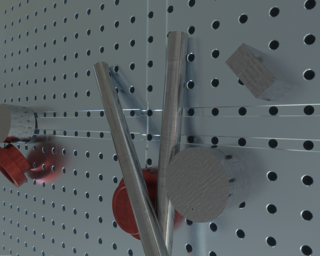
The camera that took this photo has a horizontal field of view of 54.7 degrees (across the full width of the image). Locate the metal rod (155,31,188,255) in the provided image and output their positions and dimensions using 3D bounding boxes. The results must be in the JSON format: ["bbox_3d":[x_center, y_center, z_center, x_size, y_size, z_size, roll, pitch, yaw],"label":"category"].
[{"bbox_3d":[0.011,0.031,0.380,0.025,0.025,0.298,1,85,40],"label":"metal rod"}]

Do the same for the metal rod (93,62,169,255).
[{"bbox_3d":[-0.047,0.025,0.411,0.025,0.025,0.299,-42,53,32],"label":"metal rod"}]

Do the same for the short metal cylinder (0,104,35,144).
[{"bbox_3d":[-0.302,-0.008,0.639,0.080,0.050,0.080,-4,83,39],"label":"short metal cylinder"}]

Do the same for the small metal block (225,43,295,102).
[{"bbox_3d":[0.100,-0.054,0.310,0.025,0.050,0.050,-48,62,30],"label":"small metal block"}]

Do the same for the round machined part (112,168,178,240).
[{"bbox_3d":[-0.027,0.105,0.421,0.098,0.042,0.097,0,90,40],"label":"round machined part"}]

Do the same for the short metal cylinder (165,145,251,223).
[{"bbox_3d":[0.053,0.060,0.349,0.080,0.050,0.080,0,90,40],"label":"short metal cylinder"}]

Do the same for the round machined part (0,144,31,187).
[{"bbox_3d":[-0.302,0.070,0.628,0.098,0.042,0.097,31,145,25],"label":"round machined part"}]
